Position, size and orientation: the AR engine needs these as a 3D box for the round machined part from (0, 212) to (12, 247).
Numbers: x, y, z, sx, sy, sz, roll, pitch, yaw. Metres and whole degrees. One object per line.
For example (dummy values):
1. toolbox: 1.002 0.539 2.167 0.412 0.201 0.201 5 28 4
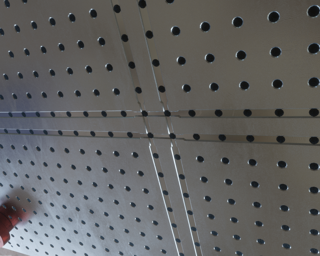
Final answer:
1. round machined part: -0.410 0.245 0.770 0.098 0.042 0.097 13 124 21
